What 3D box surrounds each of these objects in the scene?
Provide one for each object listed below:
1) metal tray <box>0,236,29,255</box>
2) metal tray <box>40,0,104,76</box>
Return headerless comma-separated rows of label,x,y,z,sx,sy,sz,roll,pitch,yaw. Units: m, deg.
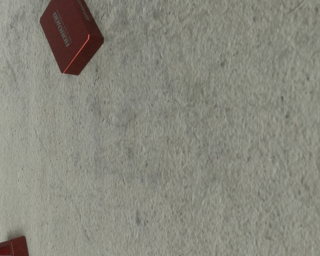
metal tray,-0.307,0.302,0.650,0.090,0.030,0.129,-26,74,36
metal tray,-0.153,-0.166,0.525,0.090,0.030,0.130,-41,65,32
